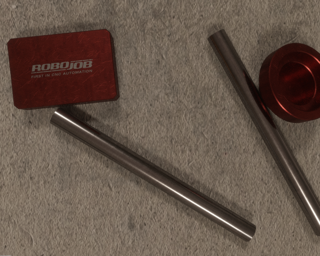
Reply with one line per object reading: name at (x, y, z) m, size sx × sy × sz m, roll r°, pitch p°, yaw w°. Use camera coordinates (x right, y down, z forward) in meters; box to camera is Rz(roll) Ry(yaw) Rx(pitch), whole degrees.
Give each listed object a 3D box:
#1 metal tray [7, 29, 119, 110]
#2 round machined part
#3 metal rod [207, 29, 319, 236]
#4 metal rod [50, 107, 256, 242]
metal tray at (-0.124, -0.075, 0.406) m, size 0.131 × 0.030 × 0.089 m, roll -6°, pitch 90°, yaw -1°
round machined part at (0.167, -0.054, 0.394) m, size 0.099 × 0.042 × 0.097 m, roll 3°, pitch 80°, yaw -18°
metal rod at (0.147, 0.006, 0.411) m, size 0.025 × 0.025 × 0.299 m, roll -29°, pitch 90°, yaw 0°
metal rod at (-0.008, 0.062, 0.409) m, size 0.301 × 0.025 × 0.025 m, roll 31°, pitch 90°, yaw -1°
